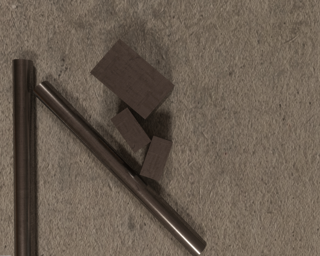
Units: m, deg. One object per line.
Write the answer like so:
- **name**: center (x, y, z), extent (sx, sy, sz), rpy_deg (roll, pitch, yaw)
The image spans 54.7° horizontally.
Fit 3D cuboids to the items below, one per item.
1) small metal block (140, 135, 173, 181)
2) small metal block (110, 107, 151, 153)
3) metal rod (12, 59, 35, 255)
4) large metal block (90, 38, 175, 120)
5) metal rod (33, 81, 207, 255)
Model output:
- **small metal block**: center (-0.004, 0.037, 0.398), extent (0.025, 0.050, 0.050), rpy_deg (19, 90, -1)
- **small metal block**: center (-0.035, 0.003, 0.397), extent (0.025, 0.050, 0.050), rpy_deg (-35, 90, 0)
- **metal rod**: center (-0.179, 0.061, 0.407), extent (0.025, 0.025, 0.298), rpy_deg (-1, 90, -1)
- **large metal block**: center (-0.031, -0.054, 0.382), extent (0.080, 0.080, 0.050), rpy_deg (41, 90, -1)
- **metal rod**: center (-0.052, 0.053, 0.409), extent (0.025, 0.025, 0.300), rpy_deg (-44, 91, 0)
